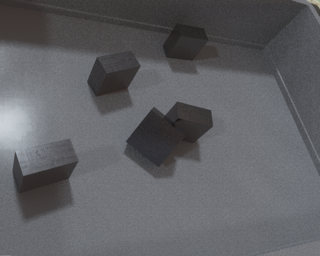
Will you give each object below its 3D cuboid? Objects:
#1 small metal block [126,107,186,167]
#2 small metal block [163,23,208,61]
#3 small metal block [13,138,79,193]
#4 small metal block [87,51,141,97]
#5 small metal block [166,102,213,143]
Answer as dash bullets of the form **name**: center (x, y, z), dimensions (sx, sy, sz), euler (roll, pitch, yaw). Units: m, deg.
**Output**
- **small metal block**: center (-0.005, 0.010, 0.378), dimensions (0.050, 0.050, 0.025), euler (38, 12, -3)
- **small metal block**: center (0.040, -0.135, 0.493), dimensions (0.050, 0.050, 0.025), euler (0, 62, -29)
- **small metal block**: center (-0.114, 0.038, 0.305), dimensions (0.050, 0.050, 0.025), euler (-14, 69, -34)
- **small metal block**: center (-0.060, -0.070, 0.400), dimensions (0.050, 0.050, 0.025), euler (-21, 74, -36)
- **small metal block**: center (0.034, -0.006, 0.412), dimensions (0.050, 0.050, 0.025), euler (12, 57, -22)
